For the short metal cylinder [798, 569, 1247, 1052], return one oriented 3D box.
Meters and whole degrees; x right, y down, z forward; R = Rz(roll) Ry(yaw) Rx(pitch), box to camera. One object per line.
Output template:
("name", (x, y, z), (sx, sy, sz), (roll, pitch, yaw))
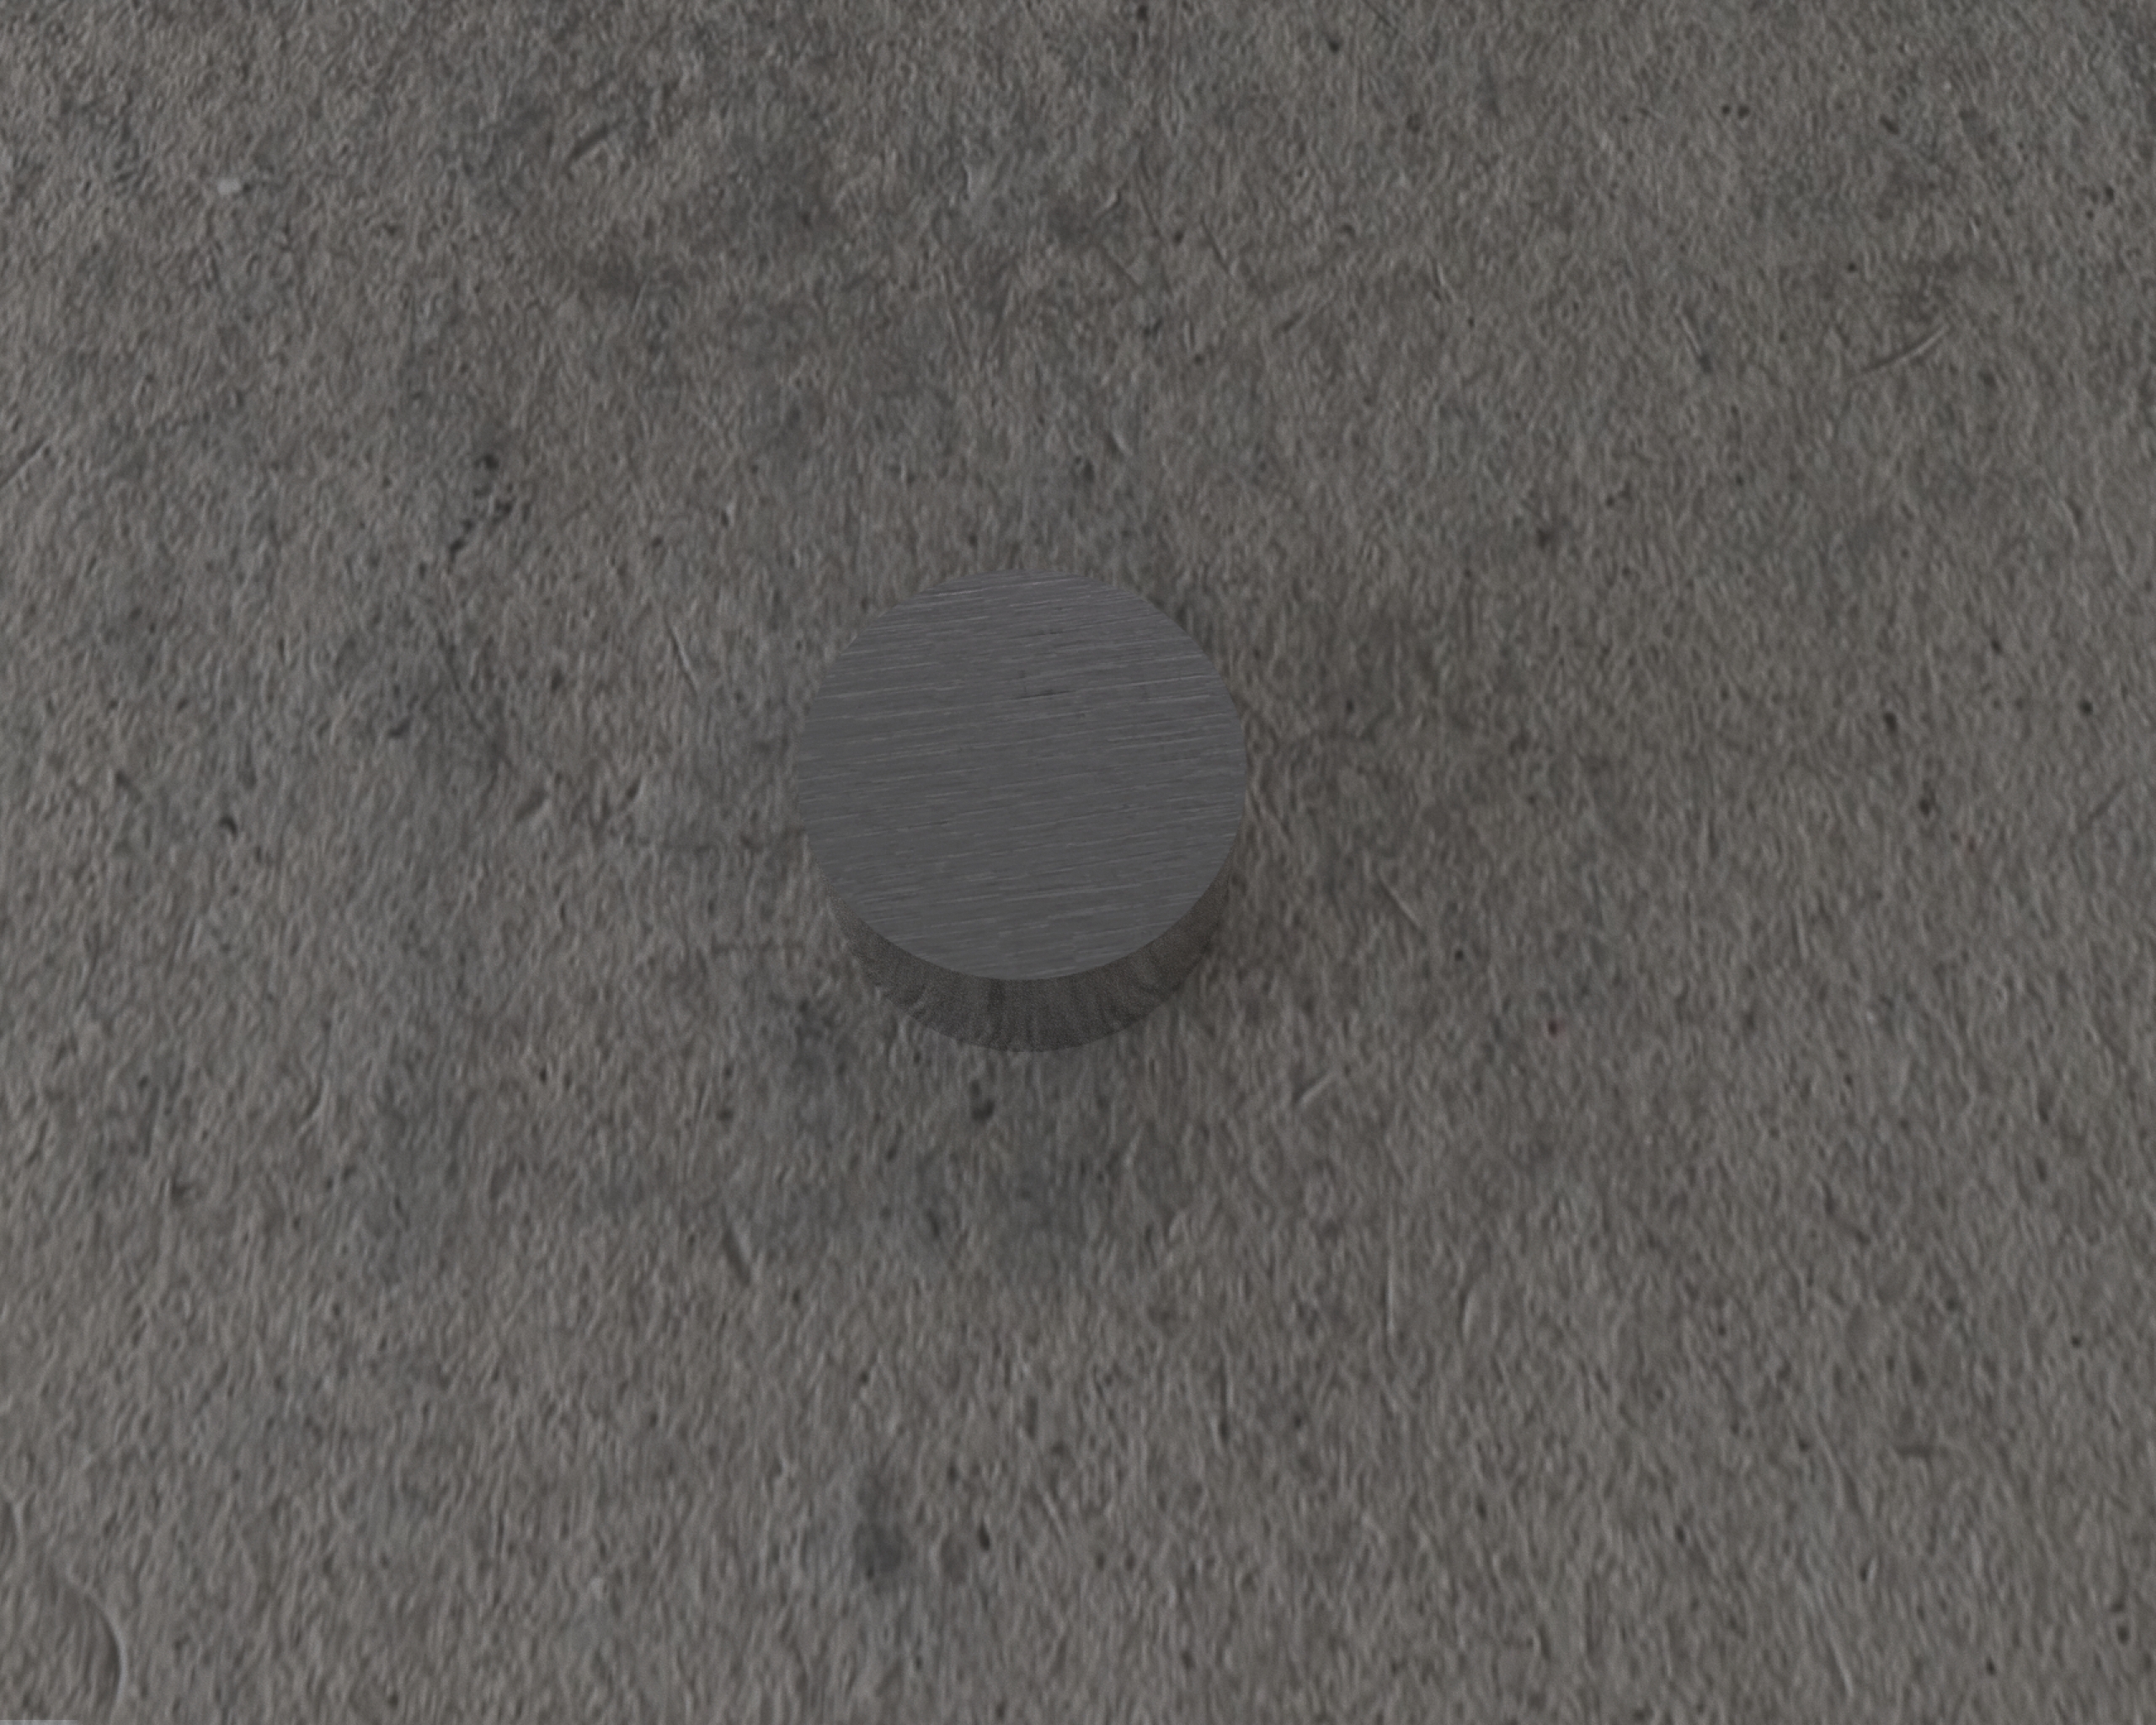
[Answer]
("short metal cylinder", (-0.010, -0.009, 0.398), (0.080, 0.050, 0.080), (0, 70, 0))
